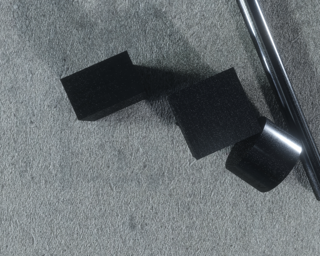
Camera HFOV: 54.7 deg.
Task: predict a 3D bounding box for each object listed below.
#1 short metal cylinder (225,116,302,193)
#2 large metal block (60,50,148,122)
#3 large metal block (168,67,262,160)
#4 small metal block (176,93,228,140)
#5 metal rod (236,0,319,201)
[{"bbox_3d":[0.126,0.032,0.384,0.050,0.080,0.080,35,90,0],"label":"short metal cylinder"},{"bbox_3d":[-0.063,-0.047,0.382,0.080,0.080,0.050,-24,90,0],"label":"large metal block"},{"bbox_3d":[0.062,-0.017,0.373,0.080,0.050,0.080,-24,90,-1],"label":"large metal block"},{"bbox_3d":[0.055,-0.011,0.411,0.050,0.025,0.050,36,90,0],"label":"small metal block"},{"bbox_3d":[0.165,-0.047,0.411,0.025,0.025,0.299,-22,90,0],"label":"metal rod"}]
